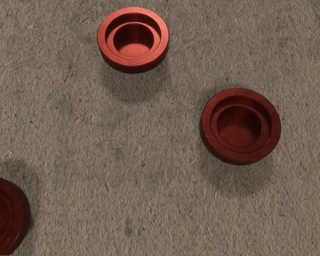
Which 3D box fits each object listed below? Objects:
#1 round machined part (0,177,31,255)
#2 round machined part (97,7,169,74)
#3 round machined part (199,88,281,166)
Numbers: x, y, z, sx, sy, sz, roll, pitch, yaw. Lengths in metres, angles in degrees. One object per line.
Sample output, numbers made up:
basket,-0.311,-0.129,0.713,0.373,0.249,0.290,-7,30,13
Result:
round machined part,-0.199,0.107,0.358,0.099,0.042,0.098,0,70,-1
round machined part,-0.037,-0.120,0.442,0.099,0.042,0.098,0,70,-1
round machined part,0.100,0.001,0.400,0.099,0.042,0.098,0,70,-1
